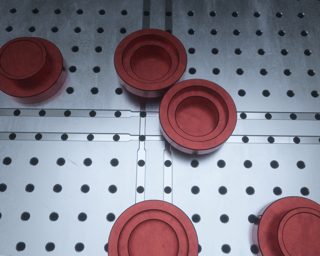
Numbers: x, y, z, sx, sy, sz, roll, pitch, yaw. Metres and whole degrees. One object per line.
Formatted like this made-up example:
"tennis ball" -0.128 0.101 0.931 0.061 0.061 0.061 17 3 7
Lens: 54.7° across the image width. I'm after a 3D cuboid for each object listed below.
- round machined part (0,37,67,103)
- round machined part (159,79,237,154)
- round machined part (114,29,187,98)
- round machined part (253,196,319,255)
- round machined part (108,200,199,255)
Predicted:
"round machined part" -0.185 -0.087 0.432 0.099 0.042 0.098 0 70 -1
"round machined part" 0.048 -0.012 0.408 0.099 0.042 0.098 0 70 -1
"round machined part" -0.012 -0.086 0.434 0.099 0.042 0.098 0 70 -1
"round machined part" 0.162 0.128 0.358 0.099 0.042 0.098 0 70 -1
"round machined part" -0.007 0.134 0.354 0.099 0.042 0.098 0 70 -1
